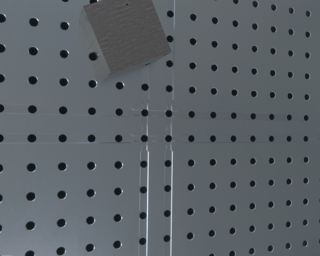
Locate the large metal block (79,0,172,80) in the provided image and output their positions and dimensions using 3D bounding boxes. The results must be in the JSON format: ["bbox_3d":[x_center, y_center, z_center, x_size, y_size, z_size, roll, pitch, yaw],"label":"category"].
[{"bbox_3d":[-0.044,-0.114,0.383,0.080,0.050,0.080,-24,98,-18],"label":"large metal block"}]
